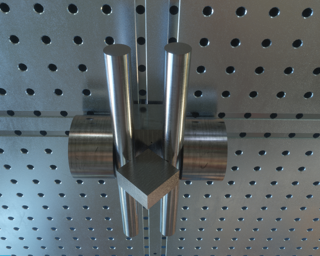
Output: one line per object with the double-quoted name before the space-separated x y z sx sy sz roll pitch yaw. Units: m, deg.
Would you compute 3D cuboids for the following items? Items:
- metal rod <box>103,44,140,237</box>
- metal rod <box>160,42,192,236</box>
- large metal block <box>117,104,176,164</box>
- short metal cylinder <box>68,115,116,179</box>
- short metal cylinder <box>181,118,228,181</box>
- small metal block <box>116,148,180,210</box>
"metal rod" -0.041 0.042 0.377 0.025 0.025 0.298 0 130 -1
"metal rod" 0.014 0.041 0.377 0.025 0.025 0.298 0 130 -1
"large metal block" -0.014 0.016 0.404 0.081 0.050 0.079 1 130 -1
"short metal cylinder" -0.080 0.023 0.390 0.050 0.080 0.079 1 130 -1
"short metal cylinder" 0.052 0.027 0.394 0.050 0.080 0.079 1 130 0
"small metal block" -0.014 0.057 0.357 0.050 0.050 0.025 33 140 31
